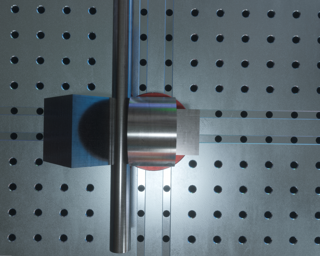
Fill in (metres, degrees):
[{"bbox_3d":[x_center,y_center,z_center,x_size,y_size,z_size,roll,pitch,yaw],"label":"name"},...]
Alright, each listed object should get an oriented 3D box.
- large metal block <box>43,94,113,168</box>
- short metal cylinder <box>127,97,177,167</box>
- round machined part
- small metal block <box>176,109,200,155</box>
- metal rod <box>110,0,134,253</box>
[{"bbox_3d":[-0.102,0.003,0.379,0.050,0.080,0.079,1,90,-42],"label":"large metal block"},{"bbox_3d":[-0.008,0.004,0.356,0.050,0.080,0.079,1,90,0],"label":"short metal cylinder"},{"bbox_3d":[-0.008,0.004,0.404,0.099,0.042,0.097,0,90,-1],"label":"round machined part"},{"bbox_3d":[0.030,0.004,0.359,0.025,0.050,0.050,1,90,0],"label":"small metal block"},{"bbox_3d":[-0.046,-0.004,0.371,0.025,0.025,0.298,1,90,-1],"label":"metal rod"}]
